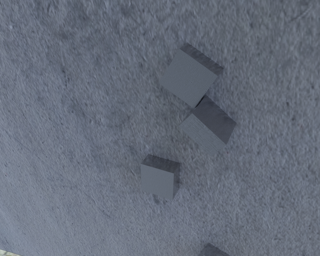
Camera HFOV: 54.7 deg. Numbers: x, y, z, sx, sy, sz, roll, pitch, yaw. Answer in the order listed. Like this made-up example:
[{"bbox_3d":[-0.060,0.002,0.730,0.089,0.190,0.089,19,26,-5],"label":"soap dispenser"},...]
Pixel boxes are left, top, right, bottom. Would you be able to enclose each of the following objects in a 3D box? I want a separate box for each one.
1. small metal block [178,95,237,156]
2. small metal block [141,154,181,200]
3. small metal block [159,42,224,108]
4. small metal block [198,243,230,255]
[{"bbox_3d":[0.056,-0.004,0.358,0.050,0.050,0.025,43,129,-2],"label":"small metal block"},{"bbox_3d":[0.001,0.071,0.449,0.050,0.025,0.050,14,124,20],"label":"small metal block"},{"bbox_3d":[0.035,-0.059,0.351,0.050,0.025,0.050,37,129,3],"label":"small metal block"},{"bbox_3d":[0.086,0.219,0.496,0.050,0.025,0.050,30,128,8],"label":"small metal block"}]
